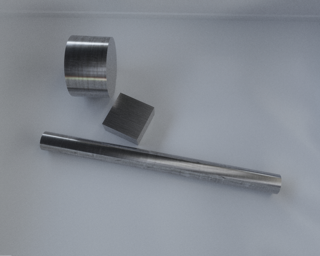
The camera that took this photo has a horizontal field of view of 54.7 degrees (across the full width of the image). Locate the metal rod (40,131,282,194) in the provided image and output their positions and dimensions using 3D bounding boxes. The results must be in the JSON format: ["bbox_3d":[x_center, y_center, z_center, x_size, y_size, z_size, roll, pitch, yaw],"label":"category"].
[{"bbox_3d":[-0.002,0.043,0.393,0.302,0.025,0.025,10,70,3],"label":"metal rod"}]

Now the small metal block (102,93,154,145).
[{"bbox_3d":[-0.041,-0.012,0.414,0.050,0.025,0.050,24,72,8],"label":"small metal block"}]

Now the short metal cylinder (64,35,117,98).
[{"bbox_3d":[-0.088,-0.080,0.409,0.050,0.080,0.080,3,70,1],"label":"short metal cylinder"}]
